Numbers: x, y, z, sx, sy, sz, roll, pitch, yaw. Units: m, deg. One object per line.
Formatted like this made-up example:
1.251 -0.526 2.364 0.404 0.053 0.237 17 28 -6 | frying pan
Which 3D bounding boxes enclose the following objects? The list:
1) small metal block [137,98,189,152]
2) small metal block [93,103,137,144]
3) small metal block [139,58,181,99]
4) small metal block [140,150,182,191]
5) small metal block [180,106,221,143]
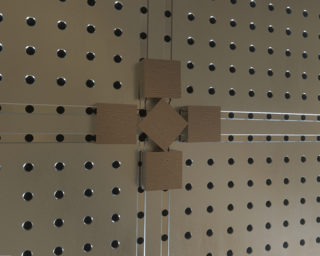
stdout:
0.001 -0.004 0.413 0.050 0.025 0.050 44 76 -15 | small metal block
-0.057 -0.005 0.392 0.050 0.025 0.050 1 90 -21 | small metal block
0.000 -0.064 0.413 0.050 0.025 0.050 -1 90 -21 | small metal block
0.002 0.056 0.414 0.050 0.025 0.050 0 90 -21 | small metal block
0.057 -0.006 0.435 0.050 0.025 0.050 0 90 -21 | small metal block
